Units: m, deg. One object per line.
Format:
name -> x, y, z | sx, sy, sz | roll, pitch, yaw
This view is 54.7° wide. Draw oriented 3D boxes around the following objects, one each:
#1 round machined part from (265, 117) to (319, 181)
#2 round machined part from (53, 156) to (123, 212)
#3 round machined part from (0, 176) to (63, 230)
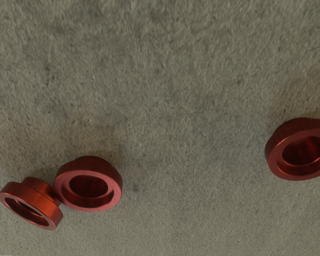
round machined part -> 0.191, 0.024, 0.420 | 0.099, 0.042, 0.097 | -1, 130, 0
round machined part -> -0.105, 0.079, 0.462 | 0.099, 0.042, 0.097 | -1, 130, 0
round machined part -> -0.190, 0.111, 0.473 | 0.098, 0.042, 0.097 | 17, 141, 15
